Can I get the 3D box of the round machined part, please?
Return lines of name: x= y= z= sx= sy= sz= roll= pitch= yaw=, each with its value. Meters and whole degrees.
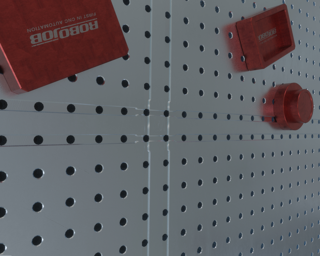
round machined part: x=0.277 y=-0.044 z=0.631 sx=0.099 sy=0.042 sz=0.097 roll=0 pitch=90 yaw=-40

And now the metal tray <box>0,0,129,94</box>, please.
metal tray: x=-0.103 y=-0.099 z=0.319 sx=0.131 sy=0.030 sz=0.090 roll=-31 pitch=110 yaw=-36

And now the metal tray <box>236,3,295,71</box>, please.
metal tray: x=0.199 y=-0.169 z=0.572 sx=0.131 sy=0.030 sz=0.090 roll=-32 pitch=110 yaw=-35
